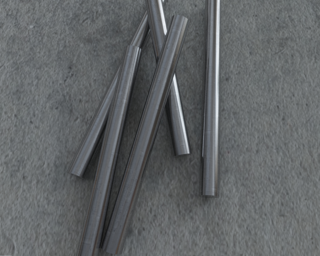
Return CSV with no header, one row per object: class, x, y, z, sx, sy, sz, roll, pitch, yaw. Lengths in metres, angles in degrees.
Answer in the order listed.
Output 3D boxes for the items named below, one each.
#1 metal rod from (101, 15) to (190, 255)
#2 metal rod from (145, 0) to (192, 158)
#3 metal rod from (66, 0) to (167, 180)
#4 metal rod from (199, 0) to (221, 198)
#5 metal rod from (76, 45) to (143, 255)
metal rod,-0.015,0.000,0.382,0.025,0.025,0.299,15,80,5
metal rod,0.004,-0.108,0.429,0.025,0.025,0.299,-9,77,-4
metal rod,-0.052,-0.072,0.433,0.025,0.025,0.300,19,71,6
metal rod,0.071,-0.056,0.429,0.025,0.025,0.299,4,70,1
metal rod,-0.062,0.037,0.380,0.025,0.025,0.299,10,75,3
